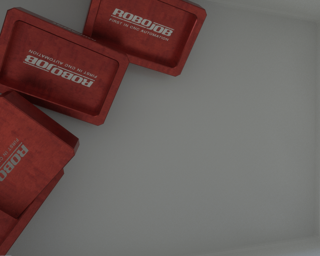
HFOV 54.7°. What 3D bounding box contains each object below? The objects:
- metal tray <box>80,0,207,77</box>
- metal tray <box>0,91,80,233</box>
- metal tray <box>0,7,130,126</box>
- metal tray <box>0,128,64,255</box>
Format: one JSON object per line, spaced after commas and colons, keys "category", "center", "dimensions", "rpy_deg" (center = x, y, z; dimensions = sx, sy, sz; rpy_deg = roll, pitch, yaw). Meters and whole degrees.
{"category": "metal tray", "center": [-0.021, -0.124, 0.376], "dimensions": [0.131, 0.030, 0.089], "rpy_deg": [14, 119, -20]}
{"category": "metal tray", "center": [-0.160, 0.038, 0.322], "dimensions": [0.090, 0.030, 0.130], "rpy_deg": [40, 101, -16]}
{"category": "metal tray", "center": [-0.111, -0.066, 0.349], "dimensions": [0.131, 0.030, 0.089], "rpy_deg": [20, 106, -19]}
{"category": "metal tray", "center": [-0.175, 0.072, 0.318], "dimensions": [0.090, 0.030, 0.130], "rpy_deg": [40, 56, -15]}
